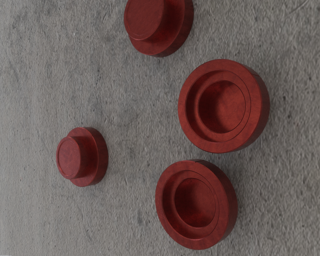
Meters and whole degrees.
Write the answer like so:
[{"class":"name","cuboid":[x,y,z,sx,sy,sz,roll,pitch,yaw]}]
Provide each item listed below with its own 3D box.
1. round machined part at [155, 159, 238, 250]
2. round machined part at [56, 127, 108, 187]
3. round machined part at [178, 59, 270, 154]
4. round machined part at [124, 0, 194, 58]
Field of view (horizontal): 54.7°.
[{"class":"round machined part","cuboid":[0.045,0.084,0.357,0.098,0.042,0.097,0,90,40]},{"class":"round machined part","cuboid":[-0.132,0.047,0.503,0.098,0.042,0.097,0,90,40]},{"class":"round machined part","cuboid":[0.071,-0.022,0.335,0.098,0.042,0.097,0,90,40]},{"class":"round machined part","cuboid":[-0.009,-0.144,0.401,0.098,0.042,0.097,0,90,40]}]
